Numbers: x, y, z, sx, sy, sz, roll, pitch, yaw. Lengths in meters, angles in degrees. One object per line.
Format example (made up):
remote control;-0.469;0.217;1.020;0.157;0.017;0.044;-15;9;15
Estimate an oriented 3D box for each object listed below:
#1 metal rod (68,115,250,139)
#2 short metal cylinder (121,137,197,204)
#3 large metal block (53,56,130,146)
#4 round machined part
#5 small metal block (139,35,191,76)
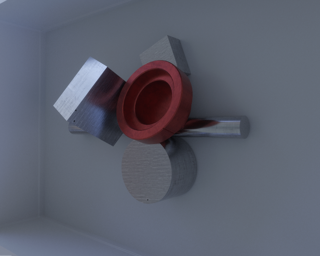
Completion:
metal rod;-0.026;-0.001;0.422;0.300;0.025;0.025;0;90;39
short metal cylinder;-0.002;0.050;0.387;0.080;0.050;0.079;0;90;39
large metal block;-0.077;-0.034;0.411;0.080;0.080;0.050;-54;44;0
round machined part;-0.002;-0.027;0.369;0.098;0.042;0.098;-16;63;34
small metal block;0.006;-0.082;0.399;0.050;0.025;0.050;-26;74;36
